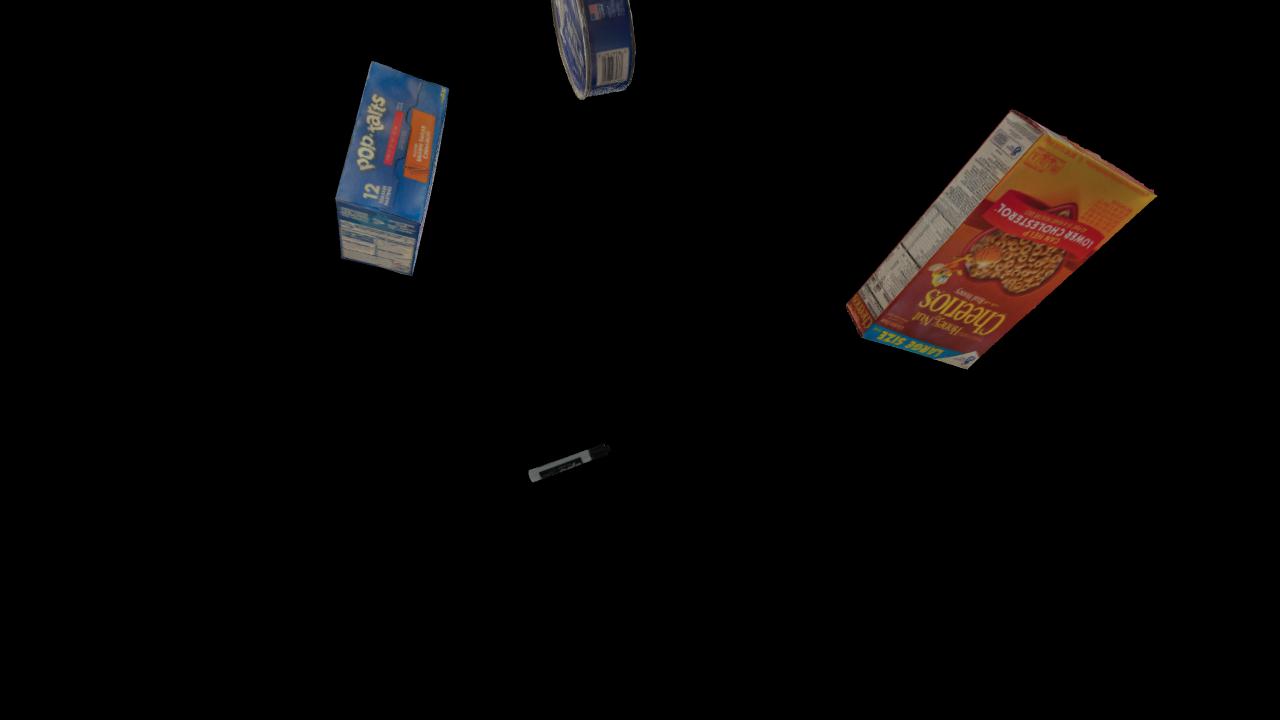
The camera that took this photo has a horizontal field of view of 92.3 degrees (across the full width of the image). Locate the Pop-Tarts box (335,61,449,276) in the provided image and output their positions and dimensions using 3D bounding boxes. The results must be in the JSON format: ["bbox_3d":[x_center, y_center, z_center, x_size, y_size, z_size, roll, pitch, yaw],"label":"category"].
[{"bbox_3d":[-0.270,-0.202,0.675,0.083,0.167,0.141,11,-20,-20],"label":"Pop-Tarts box"}]

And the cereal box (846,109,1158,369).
[{"bbox_3d":[0.441,-0.131,0.782,0.203,0.306,0.081,15,39,-22],"label":"cereal box"}]

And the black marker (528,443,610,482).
[{"bbox_3d":[-0.100,0.146,0.877,0.121,0.020,0.020,-20,-2,4],"label":"black marker"}]

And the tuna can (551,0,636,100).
[{"bbox_3d":[-0.031,-0.216,0.398,0.034,0.084,0.084,-16,3,-11],"label":"tuna can"}]
